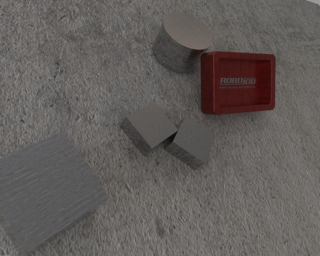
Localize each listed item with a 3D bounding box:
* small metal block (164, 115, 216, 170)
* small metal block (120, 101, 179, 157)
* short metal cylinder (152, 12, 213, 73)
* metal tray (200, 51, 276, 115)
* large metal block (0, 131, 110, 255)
[{"bbox_3d":[0.041,0.020,0.414,0.050,0.025,0.050,34,51,-6],"label":"small metal block"},{"bbox_3d":[-0.014,0.000,0.396,0.050,0.025,0.050,-33,80,-38],"label":"small metal block"},{"bbox_3d":[0.034,-0.133,0.482,0.081,0.050,0.080,12,53,-16],"label":"short metal cylinder"},{"bbox_3d":[0.124,-0.070,0.481,0.131,0.030,0.089,-6,98,-31],"label":"metal tray"},{"bbox_3d":[-0.109,0.061,0.291,0.081,0.050,0.080,-30,78,-38],"label":"large metal block"}]
